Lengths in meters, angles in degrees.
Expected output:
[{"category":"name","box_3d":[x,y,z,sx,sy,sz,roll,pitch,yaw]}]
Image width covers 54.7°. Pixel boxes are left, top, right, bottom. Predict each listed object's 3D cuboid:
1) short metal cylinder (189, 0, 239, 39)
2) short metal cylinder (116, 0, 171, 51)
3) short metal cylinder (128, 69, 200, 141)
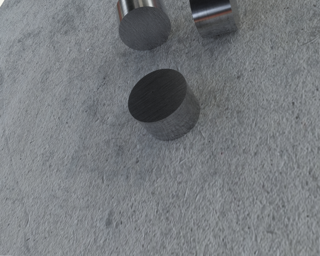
[{"category":"short metal cylinder","box_3d":[0.077,-0.171,0.433,0.050,0.080,0.080,-9,58,23]},{"category":"short metal cylinder","box_3d":[-0.027,-0.169,0.487,0.080,0.080,0.050,-23,53,14]},{"category":"short metal cylinder","box_3d":[0.006,-0.030,0.403,0.080,0.050,0.080,-13,56,21]}]
